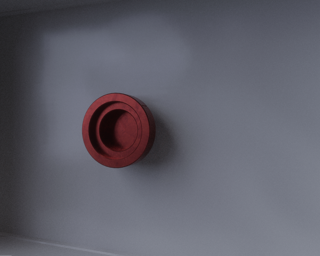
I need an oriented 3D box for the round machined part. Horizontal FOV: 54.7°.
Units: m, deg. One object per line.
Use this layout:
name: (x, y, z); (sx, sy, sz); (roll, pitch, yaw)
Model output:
round machined part: (-0.051, 0.003, 0.419); (0.098, 0.042, 0.097); (0, 90, 19)
